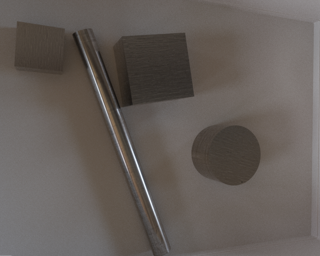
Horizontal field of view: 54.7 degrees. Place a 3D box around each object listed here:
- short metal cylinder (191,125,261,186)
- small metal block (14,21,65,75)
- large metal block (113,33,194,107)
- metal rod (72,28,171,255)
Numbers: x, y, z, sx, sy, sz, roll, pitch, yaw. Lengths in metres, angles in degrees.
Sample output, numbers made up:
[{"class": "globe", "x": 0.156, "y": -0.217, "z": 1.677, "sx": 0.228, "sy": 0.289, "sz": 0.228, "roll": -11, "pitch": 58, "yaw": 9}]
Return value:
[{"class": "short metal cylinder", "x": 0.091, "y": 0.036, "z": 0.433, "sx": 0.081, "sy": 0.050, "sz": 0.079, "roll": 0, "pitch": 90, "yaw": -21}, {"class": "small metal block", "x": -0.139, "y": -0.091, "z": 0.359, "sx": 0.050, "sy": 0.025, "sz": 0.050, "roll": 3, "pitch": 89, "yaw": -20}, {"class": "large metal block", "x": -0.009, "y": -0.073, "z": 0.395, "sx": 0.081, "sy": 0.050, "sz": 0.079, "roll": -10, "pitch": 94, "yaw": -20}, {"class": "metal rod", "x": -0.046, "y": 0.024, "z": 0.394, "sx": 0.025, "sy": 0.025, "sz": 0.298, "roll": -22, "pitch": 98, "yaw": -19}]
